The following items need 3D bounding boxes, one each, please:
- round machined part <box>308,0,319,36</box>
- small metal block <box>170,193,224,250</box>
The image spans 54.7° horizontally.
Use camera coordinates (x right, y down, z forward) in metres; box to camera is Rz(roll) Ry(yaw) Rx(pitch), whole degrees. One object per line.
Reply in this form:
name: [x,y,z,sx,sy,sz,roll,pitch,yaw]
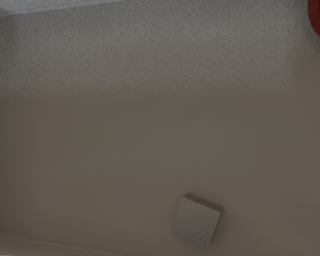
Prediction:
round machined part: [0.208,-0.131,0.313,0.098,0.042,0.097,18,115,44]
small metal block: [0.047,0.117,0.393,0.050,0.025,0.050,19,96,18]
